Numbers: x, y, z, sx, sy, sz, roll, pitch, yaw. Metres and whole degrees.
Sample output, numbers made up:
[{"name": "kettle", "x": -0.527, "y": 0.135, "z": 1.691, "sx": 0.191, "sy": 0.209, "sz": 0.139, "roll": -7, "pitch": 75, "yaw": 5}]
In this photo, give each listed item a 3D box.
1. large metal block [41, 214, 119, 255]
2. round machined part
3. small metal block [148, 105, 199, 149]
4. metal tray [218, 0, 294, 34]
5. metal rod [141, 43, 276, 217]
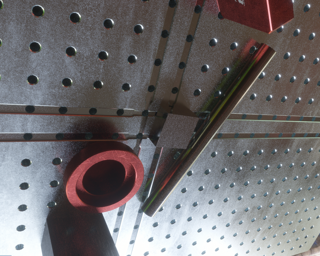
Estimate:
[{"name": "large metal block", "x": -0.110, "y": 0.167, "z": 0.420, "sx": 0.081, "sy": 0.080, "sz": 0.050, "roll": 4, "pitch": 116, "yaw": -31}, {"name": "round machined part", "x": -0.074, "y": 0.058, "z": 0.397, "sx": 0.099, "sy": 0.042, "sz": 0.097, "roll": -14, "pitch": 124, "yaw": -21}, {"name": "small metal block", "x": 0.018, "y": 0.000, "z": 0.423, "sx": 0.050, "sy": 0.025, "sz": 0.050, "roll": 7, "pitch": 115, "yaw": -32}, {"name": "metal tray", "x": 0.086, "y": -0.169, "z": 0.312, "sx": 0.030, "sy": 0.090, "sz": 0.130, "roll": -33, "pitch": 129, "yaw": -7}, {"name": "metal rod", "x": 0.065, "y": 0.010, "z": 0.455, "sx": 0.025, "sy": 0.025, "sz": 0.299, "roll": 26, "pitch": 104, "yaw": -38}]
